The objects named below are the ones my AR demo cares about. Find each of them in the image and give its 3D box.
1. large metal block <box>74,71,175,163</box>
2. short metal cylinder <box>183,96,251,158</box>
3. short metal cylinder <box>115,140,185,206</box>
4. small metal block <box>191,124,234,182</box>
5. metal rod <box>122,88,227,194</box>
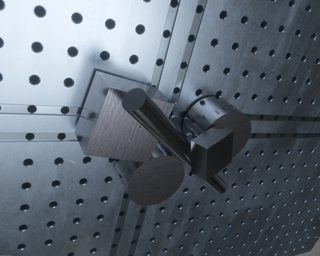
[{"bbox_3d":[-0.042,-0.011,0.358,0.081,0.050,0.079,11,113,-33],"label":"large metal block"},{"bbox_3d":[0.080,0.002,0.435,0.081,0.050,0.079,-14,124,-21],"label":"short metal cylinder"},{"bbox_3d":[-0.014,0.057,0.418,0.081,0.050,0.079,-14,124,-21],"label":"short metal cylinder"},{"bbox_3d":[0.065,0.030,0.387,0.050,0.025,0.050,-29,130,-33],"label":"small metal block"},{"bbox_3d":[0.039,0.037,0.405,0.025,0.025,0.300,-43,144,1],"label":"metal rod"}]
